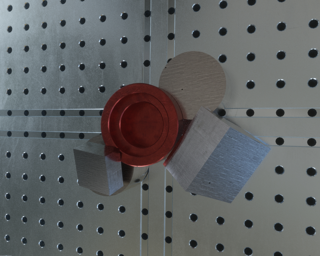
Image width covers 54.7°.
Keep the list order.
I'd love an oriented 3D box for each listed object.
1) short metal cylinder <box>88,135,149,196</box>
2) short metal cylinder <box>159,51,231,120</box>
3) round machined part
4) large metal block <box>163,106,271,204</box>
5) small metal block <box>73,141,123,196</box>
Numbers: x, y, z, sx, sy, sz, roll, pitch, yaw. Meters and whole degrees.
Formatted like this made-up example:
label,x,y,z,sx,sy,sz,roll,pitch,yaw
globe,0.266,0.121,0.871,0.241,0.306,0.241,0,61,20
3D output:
label,x,y,z,sx,sy,sz,roll,pitch,yaw
short metal cylinder,-0.061,0.047,0.420,0.080,0.050,0.079,0,90,20
short metal cylinder,0.045,-0.050,0.383,0.080,0.050,0.079,0,90,20
round machined part,-0.019,-0.004,0.379,0.098,0.042,0.097,0,90,20
large metal block,0.065,0.033,0.353,0.080,0.080,0.050,-57,39,11
small metal block,-0.074,0.048,0.372,0.050,0.025,0.050,9,113,31
